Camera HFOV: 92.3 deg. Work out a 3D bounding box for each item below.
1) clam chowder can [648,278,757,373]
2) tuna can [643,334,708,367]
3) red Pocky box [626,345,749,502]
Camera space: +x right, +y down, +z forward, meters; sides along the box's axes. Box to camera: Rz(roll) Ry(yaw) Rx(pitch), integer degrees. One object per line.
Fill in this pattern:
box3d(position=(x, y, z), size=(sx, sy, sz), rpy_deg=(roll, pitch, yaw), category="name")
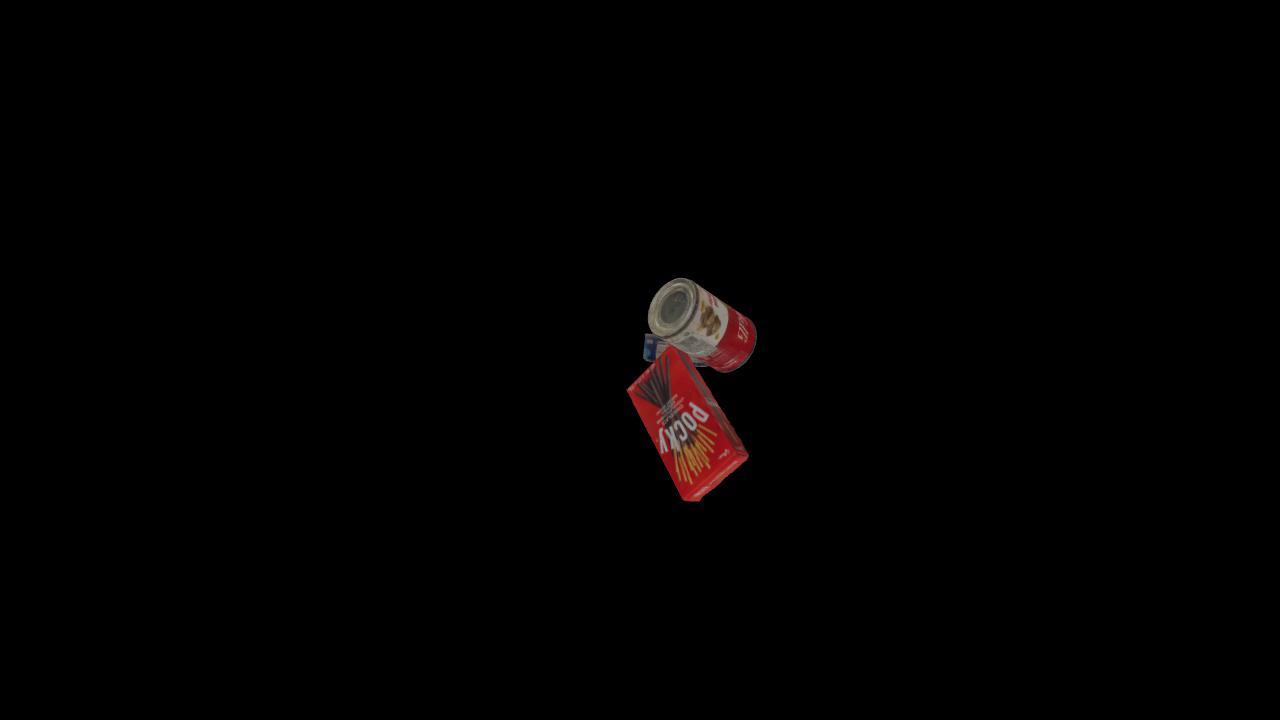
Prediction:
box3d(position=(0.065, -0.035, 0.643), size=(0.102, 0.068, 0.068), rpy_deg=(26, -17, -39), category="clam chowder can")
box3d(position=(0.046, -0.012, 0.755), size=(0.084, 0.034, 0.084), rpy_deg=(6, 3, 0), category="tuna can")
box3d(position=(0.047, 0.065, 0.663), size=(0.028, 0.155, 0.083), rpy_deg=(17, -55, -46), category="red Pocky box")
